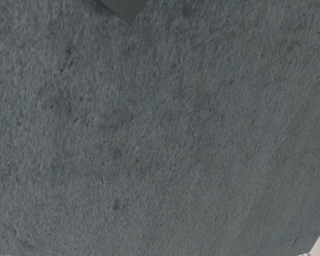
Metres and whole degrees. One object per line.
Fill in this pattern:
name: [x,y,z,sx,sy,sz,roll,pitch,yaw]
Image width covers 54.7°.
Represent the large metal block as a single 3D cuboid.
large metal block: [-0.054,-0.139,0.257,0.080,0.080,0.050,30,102,-38]
